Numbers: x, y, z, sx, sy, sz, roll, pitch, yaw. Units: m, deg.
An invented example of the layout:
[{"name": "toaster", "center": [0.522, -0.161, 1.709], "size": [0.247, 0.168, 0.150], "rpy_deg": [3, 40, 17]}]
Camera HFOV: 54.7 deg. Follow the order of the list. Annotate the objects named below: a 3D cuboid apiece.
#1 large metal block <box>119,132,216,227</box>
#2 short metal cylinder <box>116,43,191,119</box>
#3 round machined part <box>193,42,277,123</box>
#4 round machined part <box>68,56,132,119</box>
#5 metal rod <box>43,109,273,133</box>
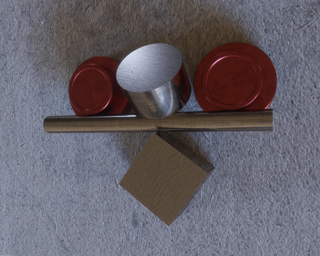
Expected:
[{"name": "large metal block", "center": [0.010, 0.060, 0.391], "size": [0.080, 0.050, 0.080], "rpy_deg": [37, 102, 16]}, {"name": "short metal cylinder", "center": [-0.006, -0.057, 0.379], "size": [0.080, 0.050, 0.080], "rpy_deg": [-10, 52, 13]}, {"name": "round machined part", "center": [0.088, -0.054, 0.370], "size": [0.098, 0.042, 0.097], "rpy_deg": [0, 90, 20]}, {"name": "round machined part", "center": [-0.086, -0.052, 0.431], "size": [0.098, 0.042, 0.097], "rpy_deg": [0, 90, 20]}, {"name": "metal rod", "center": [-0.017, -0.007, 0.393], "size": [0.301, 0.025, 0.025], "rpy_deg": [-1, 90, 19]}]
